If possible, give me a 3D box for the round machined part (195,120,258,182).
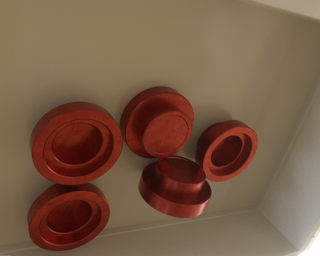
[{"bbox_3d":[0.096,0.030,0.471,0.099,0.042,0.097,-14,125,-21],"label":"round machined part"}]

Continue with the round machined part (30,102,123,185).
[{"bbox_3d":[-0.096,0.014,0.355,0.099,0.042,0.097,-14,125,-21],"label":"round machined part"}]

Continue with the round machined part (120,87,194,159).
[{"bbox_3d":[0.002,0.000,0.400,0.099,0.042,0.097,-14,124,-21],"label":"round machined part"}]

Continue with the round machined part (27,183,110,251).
[{"bbox_3d":[-0.119,0.108,0.400,0.099,0.042,0.097,-14,125,-21],"label":"round machined part"}]

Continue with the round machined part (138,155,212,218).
[{"bbox_3d":[0.023,0.072,0.421,0.099,0.098,0.042,2,118,-30],"label":"round machined part"}]
